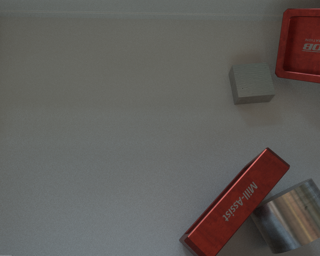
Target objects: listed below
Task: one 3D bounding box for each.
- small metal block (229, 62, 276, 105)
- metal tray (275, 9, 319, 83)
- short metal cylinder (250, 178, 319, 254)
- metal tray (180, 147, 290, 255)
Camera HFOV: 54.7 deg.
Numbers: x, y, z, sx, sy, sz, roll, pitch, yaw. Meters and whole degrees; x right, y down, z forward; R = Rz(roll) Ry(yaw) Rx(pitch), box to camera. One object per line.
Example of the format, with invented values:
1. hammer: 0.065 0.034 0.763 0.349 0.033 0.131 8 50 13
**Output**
1. small metal block: 0.128 -0.062 0.434 0.050 0.025 0.050 -5 70 -2
2. metal tray: 0.218 -0.101 0.387 0.130 0.089 0.030 18 26 39
3. short metal cylinder: 0.147 0.097 0.347 0.080 0.080 0.050 -25 72 -9
4. metal tray: 0.079 0.087 0.344 0.030 0.090 0.130 43 75 13
